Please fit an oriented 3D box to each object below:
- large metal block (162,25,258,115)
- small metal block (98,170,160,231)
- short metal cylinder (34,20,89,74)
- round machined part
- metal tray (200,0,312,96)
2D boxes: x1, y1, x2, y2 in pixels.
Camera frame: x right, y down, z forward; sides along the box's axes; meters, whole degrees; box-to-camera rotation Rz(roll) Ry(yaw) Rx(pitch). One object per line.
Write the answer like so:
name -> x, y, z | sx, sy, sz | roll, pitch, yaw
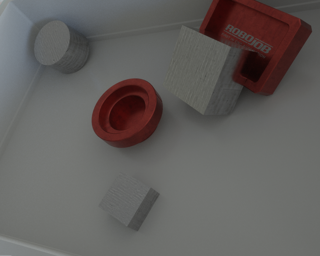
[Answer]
large metal block -> 0.057, -0.070, 0.376 | 0.080, 0.050, 0.079 | 41, 122, 40
small metal block -> -0.037, 0.086, 0.371 | 0.050, 0.025, 0.050 | 22, 73, 35
short metal cylinder -> -0.174, -0.142, 0.550 | 0.080, 0.050, 0.080 | -4, 80, 25
round machined part -> -0.040, -0.016, 0.425 | 0.098, 0.042, 0.098 | -13, 56, 20
metal tray -> 0.105, -0.110, 0.386 | 0.130, 0.030, 0.089 | 46, 120, 39
